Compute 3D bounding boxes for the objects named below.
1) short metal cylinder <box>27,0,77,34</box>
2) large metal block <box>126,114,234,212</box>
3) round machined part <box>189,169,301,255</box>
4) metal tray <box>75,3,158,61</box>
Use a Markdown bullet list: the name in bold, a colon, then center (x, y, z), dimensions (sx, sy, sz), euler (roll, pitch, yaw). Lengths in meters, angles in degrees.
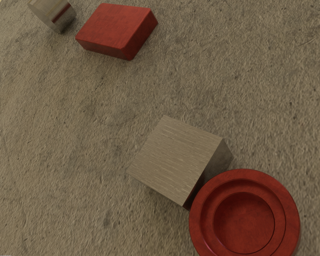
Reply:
- **short metal cylinder**: center (-0.217, -0.238, 0.626), dimensions (0.080, 0.080, 0.050), euler (32, 80, 37)
- **large metal block**: center (0.023, 0.041, 0.349), dimensions (0.080, 0.050, 0.080), euler (24, 74, 36)
- **round machined part**: center (0.081, 0.092, 0.294), dimensions (0.098, 0.042, 0.098), euler (-13, 56, 20)
- **metal tray**: center (-0.079, -0.173, 0.546), dimensions (0.130, 0.030, 0.090), euler (22, 73, 35)
